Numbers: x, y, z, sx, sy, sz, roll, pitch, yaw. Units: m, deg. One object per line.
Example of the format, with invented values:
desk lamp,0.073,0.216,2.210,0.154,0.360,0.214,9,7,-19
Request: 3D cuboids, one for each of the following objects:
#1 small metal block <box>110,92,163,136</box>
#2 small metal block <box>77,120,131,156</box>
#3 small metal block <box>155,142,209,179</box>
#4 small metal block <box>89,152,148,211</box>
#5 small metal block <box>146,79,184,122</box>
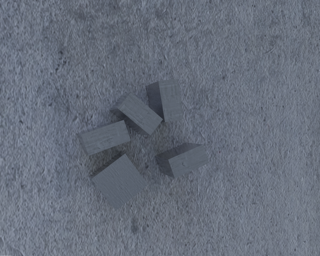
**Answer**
small metal block,-0.031,-0.017,0.384,0.050,0.050,0.025,41,77,-16
small metal block,-0.068,0.010,0.370,0.050,0.050,0.025,-20,97,-19
small metal block,0.028,0.041,0.406,0.050,0.050,0.025,-21,98,-19
small metal block,-0.052,0.066,0.390,0.050,0.025,0.050,-38,102,-16
small metal block,0.005,-0.034,0.397,0.025,0.050,0.050,-10,94,-20
